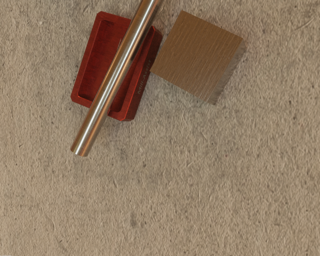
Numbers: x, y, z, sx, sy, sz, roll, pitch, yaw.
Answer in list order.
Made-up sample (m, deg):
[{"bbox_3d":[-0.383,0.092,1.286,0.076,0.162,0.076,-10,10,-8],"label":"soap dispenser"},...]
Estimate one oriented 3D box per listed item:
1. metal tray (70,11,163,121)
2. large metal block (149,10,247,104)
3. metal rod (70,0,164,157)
[{"bbox_3d":[-0.061,-0.084,0.426,0.090,0.030,0.129,22,97,18],"label":"metal tray"},{"bbox_3d":[0.048,-0.083,0.378,0.080,0.050,0.080,31,100,17],"label":"large metal block"},{"bbox_3d":[-0.039,-0.099,0.389,0.025,0.025,0.298,31,100,17],"label":"metal rod"}]
